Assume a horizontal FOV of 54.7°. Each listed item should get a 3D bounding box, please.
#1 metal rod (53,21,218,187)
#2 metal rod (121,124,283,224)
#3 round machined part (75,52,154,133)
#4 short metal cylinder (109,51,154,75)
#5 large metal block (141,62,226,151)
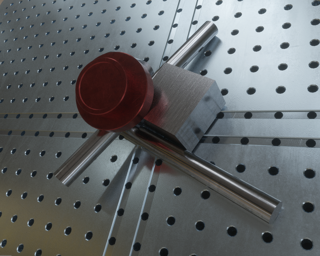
[{"bbox_3d":[-0.023,-0.042,0.420,0.025,0.025,0.301,31,71,37],"label":"metal rod"},{"bbox_3d":[0.005,0.026,0.387,0.300,0.025,0.025,28,77,37],"label":"metal rod"},{"bbox_3d":[-0.061,-0.045,0.371,0.098,0.042,0.097,-3,80,20],"label":"round machined part"},{"bbox_3d":[-0.053,-0.063,0.437,0.050,0.080,0.080,28,77,37],"label":"short metal cylinder"},{"bbox_3d":[0.022,-0.027,0.391,0.080,0.050,0.080,29,77,37],"label":"large metal block"}]
